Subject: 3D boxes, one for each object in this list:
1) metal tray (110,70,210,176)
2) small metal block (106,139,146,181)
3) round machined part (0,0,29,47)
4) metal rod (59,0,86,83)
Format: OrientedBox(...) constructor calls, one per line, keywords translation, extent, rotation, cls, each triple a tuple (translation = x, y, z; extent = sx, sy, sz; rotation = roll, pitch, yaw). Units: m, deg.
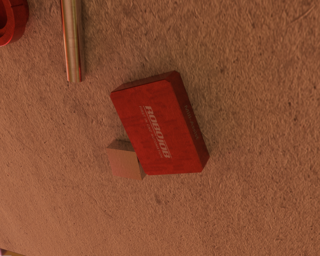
OrientedBox(translation=(0.001, -0.001, 0.402), extent=(0.090, 0.030, 0.129), rotation=(-9, 114, 32), cls="metal tray")
OrientedBox(translation=(-0.047, 0.047, 0.461), extent=(0.050, 0.025, 0.050), rotation=(5, 121, 25), cls="small metal block")
OrientedBox(translation=(-0.215, -0.161, 0.409), extent=(0.098, 0.042, 0.097), rotation=(13, 124, 21), cls="round machined part")
OrientedBox(translation=(-0.103, -0.191, 0.342), extent=(0.025, 0.025, 0.298), rotation=(18, 126, 18), cls="metal rod")
